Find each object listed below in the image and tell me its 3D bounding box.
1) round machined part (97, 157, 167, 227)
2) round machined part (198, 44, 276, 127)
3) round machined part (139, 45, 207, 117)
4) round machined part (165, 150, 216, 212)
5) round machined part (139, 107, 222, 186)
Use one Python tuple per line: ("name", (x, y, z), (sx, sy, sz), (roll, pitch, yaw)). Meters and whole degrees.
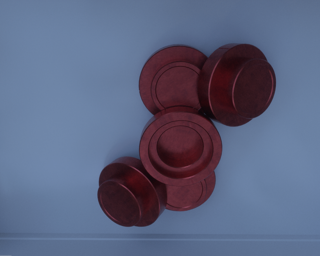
("round machined part", (-0.043, 0.091, 0.411), (0.098, 0.042, 0.097), (13, 117, 26))
("round machined part", (0.096, -0.048, 0.361), (0.099, 0.042, 0.097), (-10, 110, -29))
("round machined part", (0.023, -0.051, 0.382), (0.099, 0.042, 0.097), (0, 110, -1))
("round machined part", (0.028, 0.075, 0.429), (0.099, 0.042, 0.097), (0, 110, -1))
("round machined part", (0.024, 0.020, 0.385), (0.099, 0.042, 0.097), (0, 110, -1))
